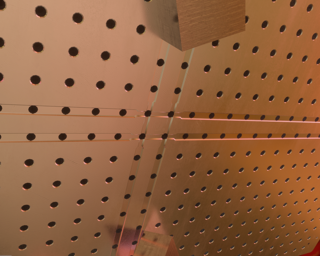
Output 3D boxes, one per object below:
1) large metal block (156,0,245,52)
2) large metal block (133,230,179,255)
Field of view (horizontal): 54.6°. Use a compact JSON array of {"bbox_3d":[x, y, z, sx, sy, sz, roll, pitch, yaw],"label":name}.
[{"bbox_3d":[0.043,-0.138,0.332,0.080,0.050,0.080,-22,127,-15],"label":"large metal block"},{"bbox_3d":[-0.008,0.229,0.504,0.080,0.050,0.080,-61,146,-44],"label":"large metal block"}]
